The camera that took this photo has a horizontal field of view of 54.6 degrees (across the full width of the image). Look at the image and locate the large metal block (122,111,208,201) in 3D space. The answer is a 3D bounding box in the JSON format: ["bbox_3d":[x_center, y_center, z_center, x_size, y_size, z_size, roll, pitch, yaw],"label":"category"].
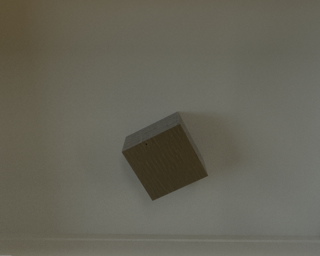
[{"bbox_3d":[0.007,0.037,0.411,0.080,0.050,0.080,-26,108,9],"label":"large metal block"}]
